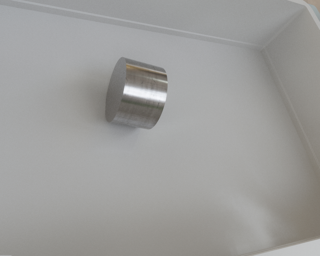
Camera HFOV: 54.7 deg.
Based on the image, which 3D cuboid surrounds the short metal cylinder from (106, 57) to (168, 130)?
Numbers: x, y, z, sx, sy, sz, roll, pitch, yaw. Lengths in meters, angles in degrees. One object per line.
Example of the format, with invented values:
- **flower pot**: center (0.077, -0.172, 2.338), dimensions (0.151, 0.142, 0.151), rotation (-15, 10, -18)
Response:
- **short metal cylinder**: center (-0.031, -0.041, 0.380), dimensions (0.050, 0.080, 0.080), rotation (11, 57, -23)
